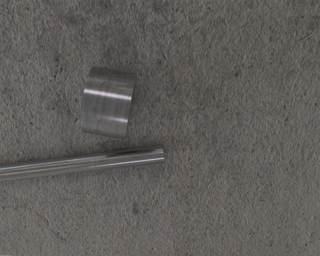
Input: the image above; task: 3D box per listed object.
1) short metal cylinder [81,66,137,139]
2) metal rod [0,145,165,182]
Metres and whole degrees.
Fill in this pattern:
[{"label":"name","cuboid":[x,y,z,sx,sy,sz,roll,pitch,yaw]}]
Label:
[{"label":"short metal cylinder","cuboid":[-0.059,-0.030,0.369,0.050,0.080,0.079,10,110,-4]},{"label":"metal rod","cuboid":[-0.144,0.053,0.427,0.302,0.025,0.025,-7,110,2]}]
